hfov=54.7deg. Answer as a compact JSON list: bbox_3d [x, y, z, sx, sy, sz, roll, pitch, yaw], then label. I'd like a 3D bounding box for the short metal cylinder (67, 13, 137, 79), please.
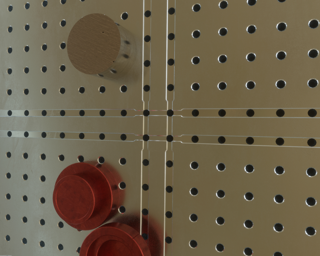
[{"bbox_3d":[-0.079,-0.110,0.427,0.080,0.050,0.080,0,90,20],"label":"short metal cylinder"}]

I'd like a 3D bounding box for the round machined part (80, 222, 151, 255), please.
[{"bbox_3d":[-0.057,0.177,0.423,0.098,0.042,0.097,0,90,20],"label":"round machined part"}]

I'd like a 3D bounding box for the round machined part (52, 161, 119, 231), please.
[{"bbox_3d":[-0.112,0.098,0.443,0.098,0.042,0.097,0,90,20],"label":"round machined part"}]
